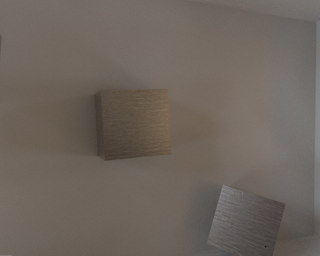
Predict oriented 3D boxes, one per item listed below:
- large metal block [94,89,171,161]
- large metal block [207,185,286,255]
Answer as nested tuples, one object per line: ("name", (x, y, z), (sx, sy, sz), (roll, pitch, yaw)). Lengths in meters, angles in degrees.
("large metal block", (-0.035, -0.006, 0.384), (0.081, 0.050, 0.079), (-4, 91, -20))
("large metal block", (0.118, 0.128, 0.419), (0.080, 0.050, 0.080), (14, 83, 24))
